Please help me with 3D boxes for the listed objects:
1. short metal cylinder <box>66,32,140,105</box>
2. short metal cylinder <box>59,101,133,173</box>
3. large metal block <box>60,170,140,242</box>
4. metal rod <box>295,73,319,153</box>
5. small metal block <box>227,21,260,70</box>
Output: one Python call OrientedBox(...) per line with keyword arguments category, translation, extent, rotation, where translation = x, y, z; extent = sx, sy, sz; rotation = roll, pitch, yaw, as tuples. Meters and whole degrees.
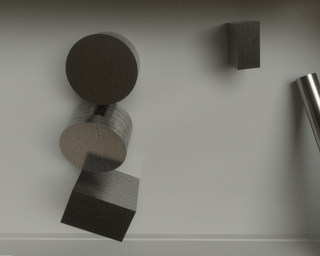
OrientedBox(category="short metal cylinder", translation=(-0.065, -0.073, 0.370), extent=(0.081, 0.050, 0.079), rotation=(0, 110, -1))
OrientedBox(category="short metal cylinder", translation=(-0.078, 0.010, 0.389), extent=(0.080, 0.050, 0.079), rotation=(2, 128, 3))
OrientedBox(category="large metal block", translation=(-0.076, 0.095, 0.416), extent=(0.080, 0.080, 0.050), rotation=(21, 109, -8))
OrientedBox(category="metal rod", translation=(0.226, 0.077, 0.380), extent=(0.025, 0.025, 0.298), rotation=(-17, 85, 5))
OrientedBox(category="small metal block", translation=(0.097, -0.098, 0.363), extent=(0.025, 0.050, 0.050), rotation=(-7, 110, 2))
